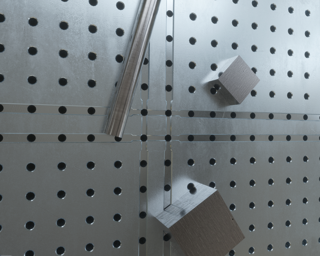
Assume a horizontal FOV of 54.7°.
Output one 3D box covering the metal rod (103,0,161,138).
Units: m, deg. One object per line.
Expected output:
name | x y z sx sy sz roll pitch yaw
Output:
metal rod | -0.021 -0.134 0.404 0.025 0.025 0.299 17 84 -19

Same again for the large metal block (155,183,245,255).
large metal block | 0.054 0.134 0.419 0.080 0.050 0.080 -34 101 -17

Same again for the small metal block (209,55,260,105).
small metal block | 0.109 -0.069 0.453 0.050 0.025 0.050 45 76 -15
